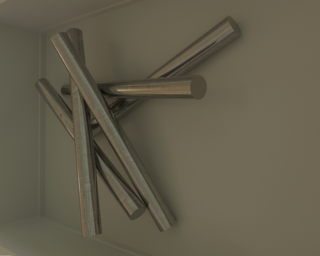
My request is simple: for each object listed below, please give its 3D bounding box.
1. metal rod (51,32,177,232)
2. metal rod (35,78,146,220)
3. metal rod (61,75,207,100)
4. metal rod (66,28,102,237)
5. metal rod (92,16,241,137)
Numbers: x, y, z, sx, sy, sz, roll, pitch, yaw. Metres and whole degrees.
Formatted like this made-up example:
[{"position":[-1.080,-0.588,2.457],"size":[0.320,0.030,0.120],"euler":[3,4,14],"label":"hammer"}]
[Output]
[{"position":[-0.066,0.000,0.417],"size":[0.025,0.025,0.299],"euler":[-36,81,34],"label":"metal rod"},{"position":[-0.117,0.015,0.466],"size":[0.300,0.025,0.025],"euler":[46,117,31],"label":"metal rod"},{"position":[-0.060,-0.053,0.424],"size":[0.300,0.025,0.025],"euler":[7,94,48],"label":"metal rod"},{"position":[-0.109,-0.006,0.433],"size":[0.025,0.025,0.299],"euler":[-23,68,37],"label":"metal rod"},{"position":[-0.024,-0.050,0.424],"size":[0.299,0.025,0.025],"euler":[-31,71,35],"label":"metal rod"}]
